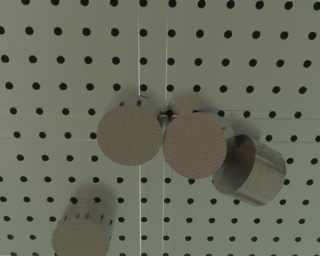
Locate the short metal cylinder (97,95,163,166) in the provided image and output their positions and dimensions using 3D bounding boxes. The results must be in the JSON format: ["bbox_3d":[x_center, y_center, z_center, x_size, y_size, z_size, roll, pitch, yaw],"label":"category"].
[{"bbox_3d":[-0.037,0.002,0.400,0.081,0.050,0.079,0,110,0],"label":"short metal cylinder"}]

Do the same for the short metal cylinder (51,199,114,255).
[{"bbox_3d":[-0.111,0.152,0.455,0.081,0.050,0.079,0,110,0],"label":"short metal cylinder"}]

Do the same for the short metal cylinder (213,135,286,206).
[{"bbox_3d":[0.113,0.055,0.401,0.050,0.080,0.080,25,108,-20],"label":"short metal cylinder"}]

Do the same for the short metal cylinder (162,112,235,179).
[{"bbox_3d":[0.050,0.020,0.391,0.080,0.050,0.079,2,95,24],"label":"short metal cylinder"}]
